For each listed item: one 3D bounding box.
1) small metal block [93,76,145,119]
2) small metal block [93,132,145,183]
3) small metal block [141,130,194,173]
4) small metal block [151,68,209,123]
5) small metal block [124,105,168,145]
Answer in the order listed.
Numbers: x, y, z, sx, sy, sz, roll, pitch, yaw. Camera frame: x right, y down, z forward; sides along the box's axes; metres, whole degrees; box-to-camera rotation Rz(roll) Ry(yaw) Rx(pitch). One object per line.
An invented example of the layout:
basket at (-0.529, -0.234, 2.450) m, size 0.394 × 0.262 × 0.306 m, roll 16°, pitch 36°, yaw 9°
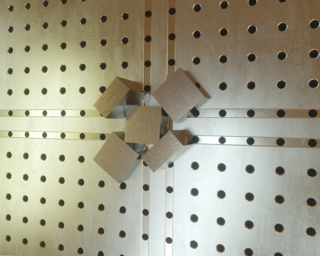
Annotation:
small metal block at (-0.054, -0.039, 0.418) m, size 0.025 × 0.050 × 0.050 m, roll 45°, pitch 105°, yaw 14°
small metal block at (-0.056, 0.040, 0.433) m, size 0.050 × 0.025 × 0.050 m, roll 40°, pitch 102°, yaw 15°
small metal block at (0.011, 0.028, 0.396) m, size 0.050 × 0.050 × 0.025 m, roll -44°, pitch 76°, yaw 15°
small metal block at (0.026, -0.041, 0.403) m, size 0.050 × 0.025 × 0.050 m, roll -42°, pitch 77°, yaw 15°
small metal block at (-0.018, -0.004, 0.419) m, size 0.050 × 0.025 × 0.050 m, roll 4°, pitch 90°, yaw 21°
